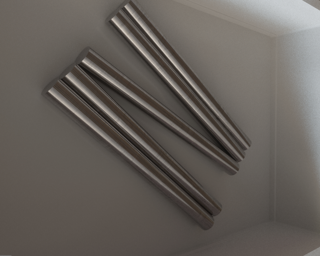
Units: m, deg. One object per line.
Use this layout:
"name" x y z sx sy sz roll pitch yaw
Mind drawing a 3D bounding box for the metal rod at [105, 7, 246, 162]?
"metal rod" 0.038 -0.042 0.436 0.300 0.025 0.025 44 64 -31

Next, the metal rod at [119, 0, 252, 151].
"metal rod" 0.051 -0.061 0.447 0.300 0.025 0.025 44 64 -31

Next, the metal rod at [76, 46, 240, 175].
"metal rod" 0.017 -0.006 0.419 0.301 0.025 0.025 35 68 -34

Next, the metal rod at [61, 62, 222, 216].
"metal rod" -0.006 0.032 0.400 0.300 0.025 0.025 45 63 -31

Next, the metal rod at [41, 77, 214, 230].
"metal rod" -0.020 0.050 0.388 0.300 0.025 0.025 45 63 -31
